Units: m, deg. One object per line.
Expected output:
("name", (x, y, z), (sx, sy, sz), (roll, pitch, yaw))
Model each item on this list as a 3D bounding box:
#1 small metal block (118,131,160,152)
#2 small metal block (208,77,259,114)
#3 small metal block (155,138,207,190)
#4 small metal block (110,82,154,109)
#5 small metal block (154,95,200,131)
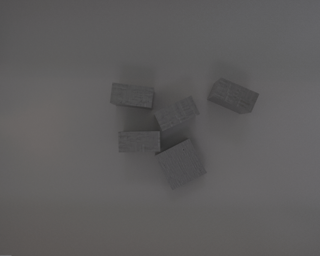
("small metal block", (-0.025, 0.016, 0.399), (0.050, 0.050, 0.025), (-1, 90, 0))
("small metal block", (0.092, -0.040, 0.399), (0.050, 0.050, 0.025), (23, 90, 0))
("small metal block", (0.027, 0.047, 0.411), (0.050, 0.025, 0.050), (-27, 90, 0))
("small metal block", (-0.034, -0.040, 0.398), (0.050, 0.050, 0.025), (7, 90, 0))
("small metal block", (0.020, -0.018, 0.399), (0.050, 0.050, 0.025), (-25, 90, 0))
